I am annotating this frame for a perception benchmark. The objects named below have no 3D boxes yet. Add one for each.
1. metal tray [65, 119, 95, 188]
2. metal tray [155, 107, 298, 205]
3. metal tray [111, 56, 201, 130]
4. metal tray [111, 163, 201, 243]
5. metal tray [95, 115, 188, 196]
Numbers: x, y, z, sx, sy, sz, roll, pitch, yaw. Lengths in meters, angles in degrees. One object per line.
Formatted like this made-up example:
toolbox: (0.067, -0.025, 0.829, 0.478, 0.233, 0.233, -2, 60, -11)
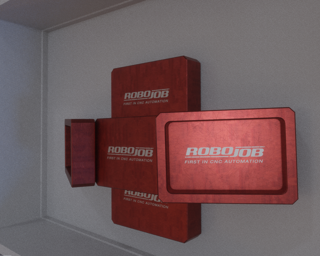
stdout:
metal tray: (-0.122, 0.031, 0.463, 0.130, 0.030, 0.089, -176, 86, -69)
metal tray: (0.063, 0.027, 0.308, 0.131, 0.030, 0.089, -2, 89, 10)
metal tray: (-0.010, -0.039, 0.408, 0.130, 0.030, 0.089, 0, 90, 39)
metal tray: (-0.009, 0.089, 0.408, 0.130, 0.030, 0.089, 0, 90, 39)
metal tray: (-0.028, 0.031, 0.386, 0.130, 0.030, 0.089, -1, 89, 39)
